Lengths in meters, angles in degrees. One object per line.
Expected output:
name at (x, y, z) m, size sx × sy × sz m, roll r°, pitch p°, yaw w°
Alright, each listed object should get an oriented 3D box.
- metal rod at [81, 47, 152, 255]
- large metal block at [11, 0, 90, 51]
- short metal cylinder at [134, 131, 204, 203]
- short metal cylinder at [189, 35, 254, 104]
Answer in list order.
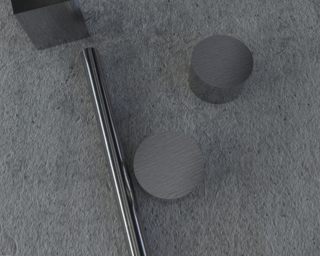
metal rod at (-0.060, 0.026, 0.398) m, size 0.025 × 0.025 × 0.299 m, roll -15°, pitch 71°, yaw -6°
large metal block at (-0.152, -0.162, 0.437) m, size 0.080 × 0.080 × 0.050 m, roll -17°, pitch 71°, yaw -6°
short metal cylinder at (0.010, 0.049, 0.377) m, size 0.081 × 0.050 × 0.080 m, roll 0°, pitch 70°, yaw 0°
short metal cylinder at (0.081, -0.079, 0.424) m, size 0.081 × 0.050 × 0.080 m, roll 0°, pitch 70°, yaw 0°
